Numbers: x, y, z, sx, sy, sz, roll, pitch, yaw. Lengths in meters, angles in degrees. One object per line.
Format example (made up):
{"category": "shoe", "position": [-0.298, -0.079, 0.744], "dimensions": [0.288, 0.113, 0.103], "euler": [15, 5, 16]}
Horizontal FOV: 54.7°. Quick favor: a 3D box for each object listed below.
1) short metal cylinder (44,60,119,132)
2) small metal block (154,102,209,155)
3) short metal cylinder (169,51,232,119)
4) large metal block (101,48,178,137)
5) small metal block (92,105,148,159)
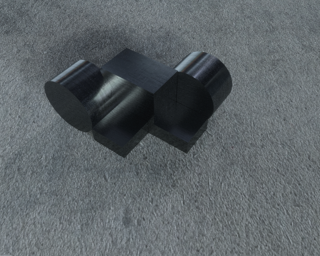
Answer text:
{"category": "short metal cylinder", "position": [-0.101, -0.041, 0.403], "dimensions": [0.080, 0.080, 0.050], "euler": [28, 56, 21]}
{"category": "small metal block", "position": [0.028, -0.001, 0.406], "dimensions": [0.050, 0.025, 0.050], "euler": [28, 55, 22]}
{"category": "short metal cylinder", "position": [0.049, -0.055, 0.415], "dimensions": [0.080, 0.080, 0.050], "euler": [29, 56, 22]}
{"category": "large metal block", "position": [-0.026, -0.047, 0.409], "dimensions": [0.080, 0.080, 0.050], "euler": [28, 55, 21]}
{"category": "small metal block", "position": [-0.051, 0.004, 0.401], "dimensions": [0.050, 0.025, 0.050], "euler": [28, 55, 22]}
